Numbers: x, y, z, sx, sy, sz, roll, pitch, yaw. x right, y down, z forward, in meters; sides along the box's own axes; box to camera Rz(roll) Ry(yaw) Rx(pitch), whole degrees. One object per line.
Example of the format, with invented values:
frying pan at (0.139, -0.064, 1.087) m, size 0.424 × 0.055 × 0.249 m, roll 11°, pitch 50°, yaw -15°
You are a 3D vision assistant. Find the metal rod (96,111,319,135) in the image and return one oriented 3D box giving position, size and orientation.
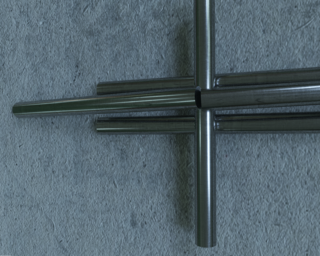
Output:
metal rod at (0.059, -0.005, 0.388) m, size 0.301 × 0.025 × 0.025 m, roll -1°, pitch 90°, yaw 19°

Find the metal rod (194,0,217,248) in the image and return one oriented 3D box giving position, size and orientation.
metal rod at (0.053, -0.013, 0.364) m, size 0.025 × 0.025 × 0.298 m, roll 0°, pitch 90°, yaw 19°

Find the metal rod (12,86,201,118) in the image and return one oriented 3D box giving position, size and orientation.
metal rod at (-0.089, -0.031, 0.413) m, size 0.300 × 0.025 × 0.025 m, roll -1°, pitch 90°, yaw 29°

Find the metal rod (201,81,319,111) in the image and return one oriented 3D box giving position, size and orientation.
metal rod at (0.194, -0.038, 0.316) m, size 0.301 × 0.025 × 0.025 m, roll -3°, pitch 89°, yaw 9°

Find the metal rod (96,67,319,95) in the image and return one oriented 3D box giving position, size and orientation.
metal rod at (0.059, -0.054, 0.388) m, size 0.301 × 0.025 × 0.025 m, roll -1°, pitch 90°, yaw 19°
